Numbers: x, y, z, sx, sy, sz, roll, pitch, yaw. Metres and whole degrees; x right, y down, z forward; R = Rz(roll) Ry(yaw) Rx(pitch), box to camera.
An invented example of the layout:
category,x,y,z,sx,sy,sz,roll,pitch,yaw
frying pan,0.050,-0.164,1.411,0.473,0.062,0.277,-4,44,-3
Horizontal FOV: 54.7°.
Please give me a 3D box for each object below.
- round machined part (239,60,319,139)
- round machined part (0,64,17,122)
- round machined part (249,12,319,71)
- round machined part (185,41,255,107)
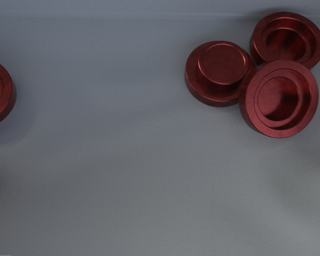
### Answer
category,x,y,z,sx,sy,sz,roll,pitch,yaw
round machined part,0.148,-0.038,0.402,0.099,0.042,0.097,-2,99,-10
round machined part,-0.241,-0.041,0.408,0.099,0.042,0.098,3,70,-8
round machined part,0.177,-0.114,0.444,0.099,0.042,0.098,0,70,-1
round machined part,0.085,-0.081,0.431,0.099,0.042,0.098,0,70,-1
